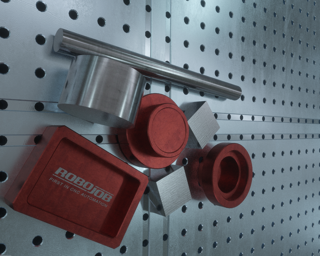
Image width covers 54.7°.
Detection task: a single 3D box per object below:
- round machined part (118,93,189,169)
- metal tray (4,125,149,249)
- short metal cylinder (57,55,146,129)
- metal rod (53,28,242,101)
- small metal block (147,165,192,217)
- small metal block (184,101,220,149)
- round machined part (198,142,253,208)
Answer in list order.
[{"bbox_3d":[-0.001,0.004,0.396,0.099,0.042,0.097,3,85,-40],"label":"round machined part"},{"bbox_3d":[-0.082,0.066,0.337,0.130,0.030,0.090,38,67,-33],"label":"metal tray"},{"bbox_3d":[-0.059,-0.035,0.323,0.080,0.080,0.050,22,76,-38],"label":"short metal cylinder"},{"bbox_3d":[0.010,-0.074,0.416,0.302,0.025,0.025,8,85,-40],"label":"metal rod"},{"bbox_3d":[0.012,0.083,0.419,0.050,0.025,0.050,-25,106,-37],"label":"small metal block"},{"bbox_3d":[0.056,-0.005,0.456,0.050,0.025,0.050,-46,118,-30],"label":"small metal block"},{"bbox_3d":[0.097,0.071,0.480,0.099,0.042,0.097,0,90,-40],"label":"round machined part"}]
